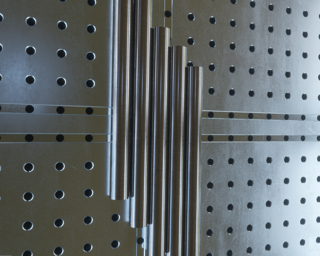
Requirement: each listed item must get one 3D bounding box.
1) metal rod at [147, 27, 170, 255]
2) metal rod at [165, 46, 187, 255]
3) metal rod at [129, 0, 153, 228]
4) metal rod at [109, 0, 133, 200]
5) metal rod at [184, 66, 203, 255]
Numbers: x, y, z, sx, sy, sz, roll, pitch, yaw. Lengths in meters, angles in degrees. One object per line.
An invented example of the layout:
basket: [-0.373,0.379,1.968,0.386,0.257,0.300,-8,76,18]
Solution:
metal rod: [-0.002,0.018,0.412,0.025,0.025,0.298,1,90,-20]
metal rod: [0.021,0.040,0.421,0.025,0.025,0.298,1,90,-20]
metal rod: [-0.025,-0.023,0.403,0.025,0.025,0.298,1,90,-20]
metal rod: [-0.049,-0.060,0.395,0.025,0.025,0.298,1,90,-20]
metal rod: [0.045,0.066,0.430,0.025,0.025,0.298,1,90,-20]
